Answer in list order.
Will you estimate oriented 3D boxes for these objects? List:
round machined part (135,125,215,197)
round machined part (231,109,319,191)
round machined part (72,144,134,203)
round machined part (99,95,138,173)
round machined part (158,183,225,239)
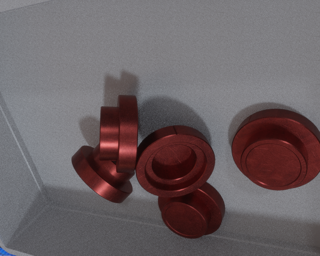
[{"bbox_3d":[0.016,0.037,0.392,0.099,0.042,0.097,-5,122,-9],"label":"round machined part"},{"bbox_3d":[0.129,0.031,0.348,0.098,0.042,0.097,13,124,20],"label":"round machined part"},{"bbox_3d":[-0.075,0.058,0.448,0.098,0.098,0.042,43,94,-2],"label":"round machined part"},{"bbox_3d":[-0.054,0.007,0.389,0.042,0.098,0.097,2,125,-10],"label":"round machined part"},{"bbox_3d":[0.041,0.121,0.450,0.098,0.042,0.097,13,124,20],"label":"round machined part"}]
